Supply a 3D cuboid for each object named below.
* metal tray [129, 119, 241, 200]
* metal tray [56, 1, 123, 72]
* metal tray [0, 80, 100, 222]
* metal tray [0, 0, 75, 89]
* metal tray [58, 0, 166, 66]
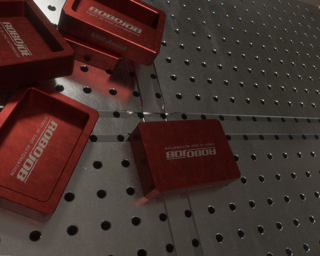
[{"bbox_3d":[0.034,0.036,0.403,0.131,0.030,0.090,-3,63,-30],"label":"metal tray"},{"bbox_3d":[-0.093,-0.151,0.447,0.091,0.030,0.130,18,55,-18],"label":"metal tray"},{"bbox_3d":[-0.129,0.019,0.323,0.090,0.030,0.130,26,52,-13],"label":"metal tray"},{"bbox_3d":[-0.169,-0.104,0.356,0.091,0.030,0.130,-20,57,-36],"label":"metal tray"},{"bbox_3d":[-0.060,-0.148,0.424,0.131,0.030,0.090,20,54,-17],"label":"metal tray"}]
